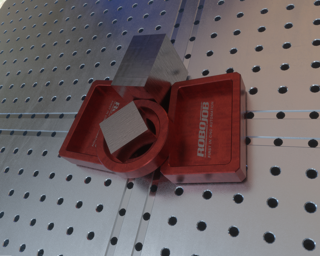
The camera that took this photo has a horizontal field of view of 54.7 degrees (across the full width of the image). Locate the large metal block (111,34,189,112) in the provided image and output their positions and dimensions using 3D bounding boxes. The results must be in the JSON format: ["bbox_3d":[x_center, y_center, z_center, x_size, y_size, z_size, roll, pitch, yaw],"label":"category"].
[{"bbox_3d":[-0.010,-0.066,0.414,0.050,0.080,0.080,7,65,31],"label":"large metal block"}]

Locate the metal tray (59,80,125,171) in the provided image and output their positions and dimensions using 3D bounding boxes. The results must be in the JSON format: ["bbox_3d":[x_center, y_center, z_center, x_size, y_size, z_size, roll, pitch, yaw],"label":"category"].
[{"bbox_3d":[-0.079,-0.007,0.446,0.090,0.030,0.130,7,65,31],"label":"metal tray"}]

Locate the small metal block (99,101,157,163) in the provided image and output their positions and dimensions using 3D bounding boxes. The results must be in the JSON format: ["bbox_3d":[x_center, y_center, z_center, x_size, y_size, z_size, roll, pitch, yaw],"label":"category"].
[{"bbox_3d":[-0.038,0.004,0.367,0.050,0.025,0.050,-34,51,6],"label":"small metal block"}]

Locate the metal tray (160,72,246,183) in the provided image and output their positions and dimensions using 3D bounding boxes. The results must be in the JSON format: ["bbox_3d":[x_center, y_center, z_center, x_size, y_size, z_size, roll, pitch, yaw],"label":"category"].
[{"bbox_3d":[0.054,-0.001,0.372,0.090,0.030,0.130,-6,59,25],"label":"metal tray"}]

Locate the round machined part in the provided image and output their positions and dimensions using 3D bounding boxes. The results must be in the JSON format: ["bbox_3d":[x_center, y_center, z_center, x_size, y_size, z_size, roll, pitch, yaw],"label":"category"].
[{"bbox_3d":[-0.026,0.016,0.384,0.098,0.042,0.098,-13,56,21],"label":"round machined part"}]
